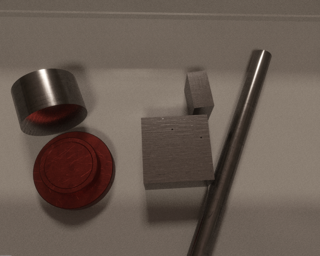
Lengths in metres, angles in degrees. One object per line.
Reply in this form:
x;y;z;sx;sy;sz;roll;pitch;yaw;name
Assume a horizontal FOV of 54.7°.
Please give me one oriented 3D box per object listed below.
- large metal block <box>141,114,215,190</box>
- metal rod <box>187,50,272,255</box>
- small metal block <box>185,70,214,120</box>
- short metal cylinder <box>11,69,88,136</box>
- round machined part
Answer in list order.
0.019;0.031;0.385;0.081;0.050;0.080;-3;70;-2;large metal block
0.095;0.025;0.401;0.025;0.025;0.300;20;71;7;metal rod
0.051;-0.041;0.412;0.025;0.050;0.050;-8;70;-3;small metal block
-0.138;-0.030;0.390;0.080;0.080;0.050;-21;72;-8;short metal cylinder
-0.107;0.050;0.381;0.099;0.042;0.098;0;70;-1;round machined part
